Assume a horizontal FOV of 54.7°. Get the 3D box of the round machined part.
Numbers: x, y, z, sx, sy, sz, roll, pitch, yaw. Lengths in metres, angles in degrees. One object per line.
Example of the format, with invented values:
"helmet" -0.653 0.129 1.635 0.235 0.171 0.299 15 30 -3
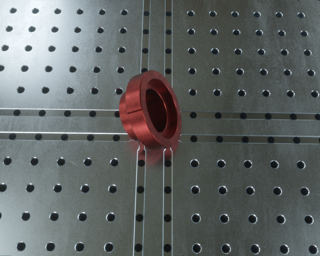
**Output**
"round machined part" -0.014 -0.020 0.389 0.042 0.098 0.098 -14 67 28
